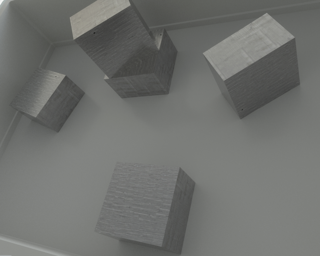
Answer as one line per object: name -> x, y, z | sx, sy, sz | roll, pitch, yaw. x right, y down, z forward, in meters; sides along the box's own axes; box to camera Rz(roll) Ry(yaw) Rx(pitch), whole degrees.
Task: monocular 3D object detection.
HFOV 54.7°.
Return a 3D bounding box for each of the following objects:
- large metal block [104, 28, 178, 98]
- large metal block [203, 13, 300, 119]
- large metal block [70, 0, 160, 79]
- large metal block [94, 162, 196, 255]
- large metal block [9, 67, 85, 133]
large metal block -> -0.026, -0.094, 0.460 | 0.080, 0.050, 0.080 | -2, 61, 27
large metal block -> 0.107, -0.067, 0.355 | 0.080, 0.080, 0.050 | -32, 52, 7
large metal block -> -0.059, -0.125, 0.412 | 0.080, 0.080, 0.050 | -27, 53, 11
large metal block -> -0.014, 0.086, 0.343 | 0.080, 0.050, 0.080 | 1, 62, 28
large metal block -> -0.187, -0.048, 0.515 | 0.080, 0.050, 0.080 | 19, 72, 35
